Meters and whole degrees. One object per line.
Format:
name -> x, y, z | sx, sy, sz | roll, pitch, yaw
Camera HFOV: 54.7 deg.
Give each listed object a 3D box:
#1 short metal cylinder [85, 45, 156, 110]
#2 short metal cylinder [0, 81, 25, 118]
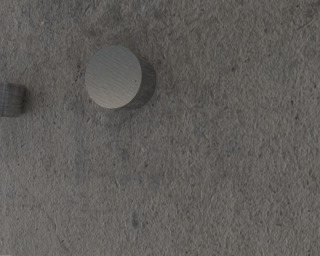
short metal cylinder -> -0.051, -0.064, 0.414 | 0.080, 0.050, 0.080 | 0, 90, 20
short metal cylinder -> -0.251, -0.047, 0.469 | 0.080, 0.080, 0.050 | 11, 94, 19
